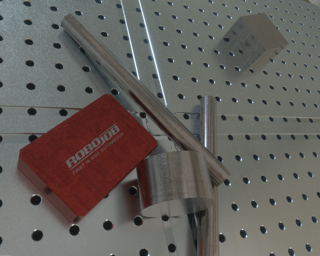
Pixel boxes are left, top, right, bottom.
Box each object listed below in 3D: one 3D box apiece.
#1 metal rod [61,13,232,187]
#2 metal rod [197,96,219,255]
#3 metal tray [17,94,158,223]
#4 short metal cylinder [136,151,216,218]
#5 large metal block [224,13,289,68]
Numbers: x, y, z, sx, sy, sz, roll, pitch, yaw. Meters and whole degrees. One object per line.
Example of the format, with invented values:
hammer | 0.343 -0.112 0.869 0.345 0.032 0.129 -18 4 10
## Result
metal rod | -0.025 -0.043 0.403 0.300 0.025 0.025 46 51 10
metal rod | 0.061 0.083 0.389 0.025 0.025 0.300 18 55 -18
metal tray | -0.075 0.028 0.347 0.090 0.030 0.131 45 51 3
short metal cylinder | 0.016 0.064 0.342 0.081 0.080 0.050 6 59 -25
large metal block | 0.186 -0.170 0.595 0.081 0.050 0.080 -22 74 -36
